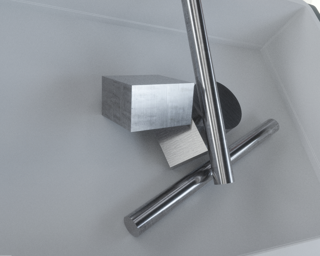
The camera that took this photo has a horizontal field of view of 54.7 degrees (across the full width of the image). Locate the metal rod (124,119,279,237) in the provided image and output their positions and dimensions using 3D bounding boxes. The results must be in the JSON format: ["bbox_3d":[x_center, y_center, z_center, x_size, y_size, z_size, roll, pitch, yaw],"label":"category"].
[{"bbox_3d":[0.077,0.050,0.418,0.302,0.025,0.025,-27,77,-37],"label":"metal rod"}]

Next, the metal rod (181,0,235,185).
[{"bbox_3d":[0.054,-0.080,0.392,0.025,0.025,0.298,-6,83,-31],"label":"metal rod"}]

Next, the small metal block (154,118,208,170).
[{"bbox_3d":[0.027,0.019,0.394,0.050,0.025,0.050,-24,74,0],"label":"small metal block"}]

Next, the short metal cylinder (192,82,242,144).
[{"bbox_3d":[0.068,-0.022,0.441,0.081,0.050,0.080,14,56,-21],"label":"short metal cylinder"}]

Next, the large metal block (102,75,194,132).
[{"bbox_3d":[-0.017,-0.034,0.375,0.081,0.080,0.050,-7,109,-32],"label":"large metal block"}]
